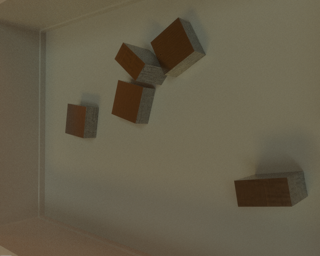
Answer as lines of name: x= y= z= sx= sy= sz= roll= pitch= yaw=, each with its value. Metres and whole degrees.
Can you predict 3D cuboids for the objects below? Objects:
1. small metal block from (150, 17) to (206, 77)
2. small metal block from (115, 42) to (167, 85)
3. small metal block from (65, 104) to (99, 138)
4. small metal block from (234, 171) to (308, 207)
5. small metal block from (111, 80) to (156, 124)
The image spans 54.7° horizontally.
small metal block: x=0.022 y=-0.099 z=0.387 sx=0.050 sy=0.025 sz=0.050 roll=-34 pitch=69 yaw=34
small metal block: x=-0.022 y=-0.084 z=0.407 sx=0.050 sy=0.050 sz=0.025 roll=48 pitch=118 yaw=29
small metal block: x=-0.129 y=-0.012 z=0.510 sx=0.050 sy=0.025 sz=0.050 roll=11 pitch=97 yaw=39
small metal block: x=0.108 y=0.059 z=0.300 sx=0.050 sy=0.050 sz=0.025 roll=-12 pitch=83 yaw=39
small metal block: x=-0.038 y=-0.037 z=0.436 sx=0.050 sy=0.025 sz=0.050 roll=21 pitch=103 yaw=37
